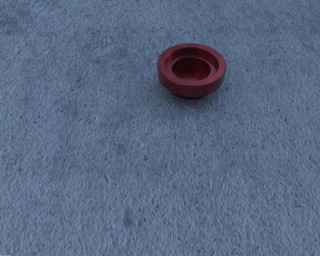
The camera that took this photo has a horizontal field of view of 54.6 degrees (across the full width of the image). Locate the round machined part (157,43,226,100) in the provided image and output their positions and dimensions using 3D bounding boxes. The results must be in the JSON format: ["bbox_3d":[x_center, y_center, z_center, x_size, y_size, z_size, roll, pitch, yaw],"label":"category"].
[{"bbox_3d":[0.046,-0.080,0.460,0.099,0.042,0.098,0,50,0],"label":"round machined part"}]
